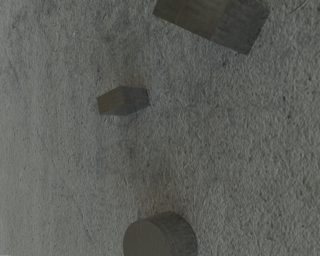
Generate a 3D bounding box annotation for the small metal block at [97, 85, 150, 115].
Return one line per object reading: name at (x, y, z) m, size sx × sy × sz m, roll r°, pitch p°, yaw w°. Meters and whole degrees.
small metal block at (-0.051, -0.037, 0.431) m, size 0.050 × 0.050 × 0.025 m, roll -20°, pitch 78°, yaw 38°

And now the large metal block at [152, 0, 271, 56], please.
large metal block at (0.054, -0.121, 0.325) m, size 0.080 × 0.081 × 0.050 m, roll 37°, pitch 113°, yaw 33°

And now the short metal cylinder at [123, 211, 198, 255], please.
short metal cylinder at (0.000, 0.150, 0.389) m, size 0.080 × 0.050 × 0.080 m, roll 0°, pitch 90°, yaw 40°
